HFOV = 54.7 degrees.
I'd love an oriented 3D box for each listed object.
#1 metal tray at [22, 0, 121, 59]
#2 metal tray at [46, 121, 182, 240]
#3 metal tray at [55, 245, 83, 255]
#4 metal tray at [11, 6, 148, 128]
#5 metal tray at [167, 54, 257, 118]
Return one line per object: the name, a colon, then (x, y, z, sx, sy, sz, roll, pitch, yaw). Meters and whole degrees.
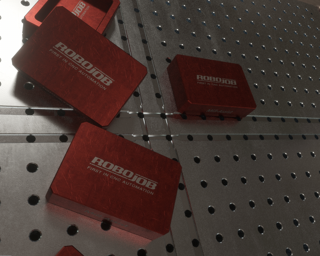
metal tray: (-0.119, -0.157, 0.437, 0.090, 0.030, 0.130, 26, 52, -13)
metal tray: (-0.045, 0.059, 0.346, 0.131, 0.030, 0.090, 25, 53, -13)
metal tray: (-0.089, 0.176, 0.249, 0.090, 0.030, 0.131, 42, 51, 0)
metal tray: (-0.093, -0.070, 0.373, 0.130, 0.030, 0.090, 36, 79, -6)
metal tray: (0.083, -0.065, 0.491, 0.131, 0.030, 0.090, 2, 61, -28)
